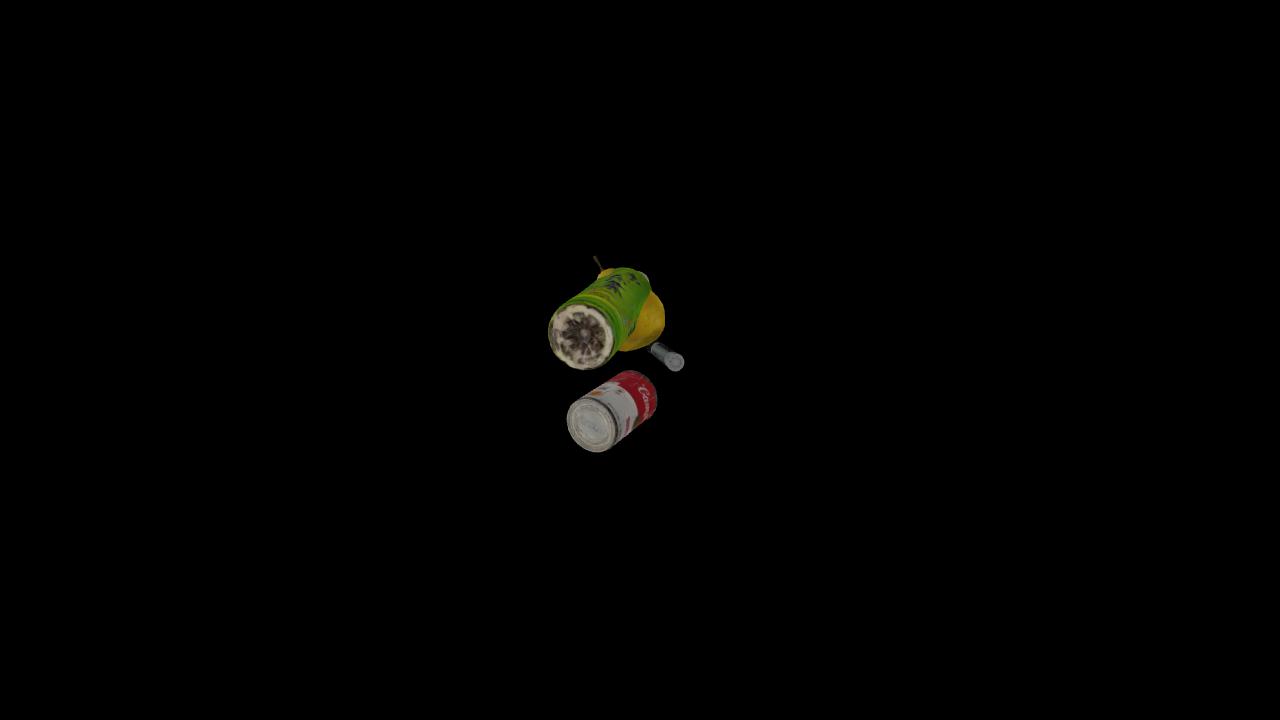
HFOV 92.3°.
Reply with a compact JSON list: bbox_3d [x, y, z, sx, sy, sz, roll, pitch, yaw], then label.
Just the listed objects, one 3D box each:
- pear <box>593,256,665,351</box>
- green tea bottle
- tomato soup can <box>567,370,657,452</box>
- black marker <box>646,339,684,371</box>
[{"bbox_3d":[-0.021,-0.066,0.694,0.080,0.111,0.080,-25,-10,-4],"label":"pear"},{"bbox_3d":[-0.030,-0.058,0.663,0.073,0.073,0.212,0,22,14],"label":"green tea bottle"},{"bbox_3d":[-0.032,0.058,0.722,0.068,0.068,0.101,0,16,30],"label":"tomato soup can"},{"bbox_3d":[0.026,-0.008,0.695,0.020,0.020,0.121,0,10,-11],"label":"black marker"}]
